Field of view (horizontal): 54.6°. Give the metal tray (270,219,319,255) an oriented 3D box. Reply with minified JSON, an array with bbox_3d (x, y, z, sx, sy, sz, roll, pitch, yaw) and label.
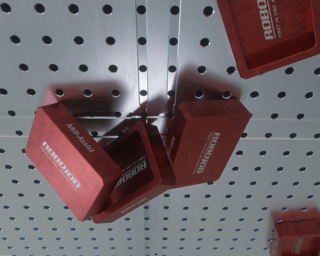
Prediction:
[{"bbox_3d":[0.269,0.230,0.605,0.090,0.030,0.129,-7,130,6],"label":"metal tray"}]

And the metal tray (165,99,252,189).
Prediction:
[{"bbox_3d":[0.054,0.024,0.409,0.091,0.030,0.129,-5,134,-24],"label":"metal tray"}]

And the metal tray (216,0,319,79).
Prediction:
[{"bbox_3d":[0.106,-0.120,0.306,0.090,0.030,0.130,-18,128,15],"label":"metal tray"}]

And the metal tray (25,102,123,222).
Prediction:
[{"bbox_3d":[-0.114,0.042,0.392,0.130,0.030,0.089,45,127,17],"label":"metal tray"}]

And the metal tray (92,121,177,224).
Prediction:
[{"bbox_3d":[-0.047,0.062,0.416,0.130,0.090,0.030,-36,148,28],"label":"metal tray"}]
